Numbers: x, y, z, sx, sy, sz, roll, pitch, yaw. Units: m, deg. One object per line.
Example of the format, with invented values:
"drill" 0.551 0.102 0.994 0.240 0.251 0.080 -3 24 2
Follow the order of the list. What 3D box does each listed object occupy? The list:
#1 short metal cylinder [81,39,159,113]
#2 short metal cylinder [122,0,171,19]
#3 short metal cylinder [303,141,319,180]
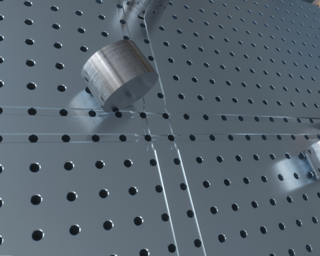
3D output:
"short metal cylinder" -0.049 -0.063 0.384 0.081 0.080 0.050 -27 77 -37
"short metal cylinder" -0.020 -0.232 0.523 0.081 0.050 0.080 14 56 -21
"short metal cylinder" 0.280 0.046 0.495 0.081 0.080 0.050 -3 63 -29
